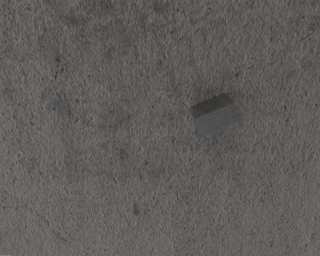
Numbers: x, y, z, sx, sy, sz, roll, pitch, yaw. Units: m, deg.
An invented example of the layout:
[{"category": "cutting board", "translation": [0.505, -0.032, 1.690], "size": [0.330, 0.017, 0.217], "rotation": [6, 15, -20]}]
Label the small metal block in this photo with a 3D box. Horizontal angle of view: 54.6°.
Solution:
[{"category": "small metal block", "translation": [0.068, -0.018, 0.390], "size": [0.050, 0.050, 0.025], "rotation": [-23, 109, 8]}]
